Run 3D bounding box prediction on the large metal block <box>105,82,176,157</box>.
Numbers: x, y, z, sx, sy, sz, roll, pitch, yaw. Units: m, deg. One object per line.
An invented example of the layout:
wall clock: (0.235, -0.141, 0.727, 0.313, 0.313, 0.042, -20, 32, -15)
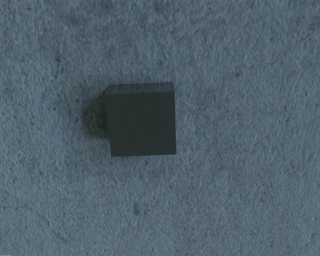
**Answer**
large metal block: (-0.022, -0.012, 0.392, 0.080, 0.050, 0.079, -2, 110, 1)
